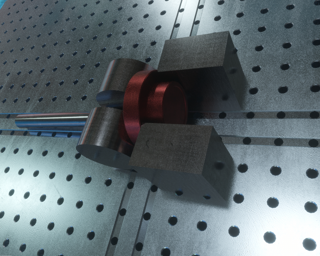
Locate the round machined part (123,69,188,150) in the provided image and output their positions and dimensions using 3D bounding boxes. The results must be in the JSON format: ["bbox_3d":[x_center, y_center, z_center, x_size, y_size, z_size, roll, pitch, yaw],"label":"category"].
[{"bbox_3d":[0.001,-0.021,0.373,0.042,0.098,0.098,1,62,29],"label":"round machined part"}]

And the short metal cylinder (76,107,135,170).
[{"bbox_3d":[-0.059,0.015,0.394,0.080,0.080,0.050,1,63,29],"label":"short metal cylinder"}]

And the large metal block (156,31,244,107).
[{"bbox_3d":[0.054,-0.069,0.388,0.080,0.080,0.050,0,62,28],"label":"large metal block"}]

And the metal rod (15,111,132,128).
[{"bbox_3d":[-0.115,-0.012,0.462,0.300,0.025,0.025,0,62,32],"label":"metal rod"}]

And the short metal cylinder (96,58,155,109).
[{"bbox_3d":[-0.041,-0.051,0.426,0.080,0.080,0.050,1,63,28],"label":"short metal cylinder"}]

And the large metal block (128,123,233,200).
[{"bbox_3d":[0.026,0.037,0.338,0.080,0.080,0.050,3,63,29],"label":"large metal block"}]
